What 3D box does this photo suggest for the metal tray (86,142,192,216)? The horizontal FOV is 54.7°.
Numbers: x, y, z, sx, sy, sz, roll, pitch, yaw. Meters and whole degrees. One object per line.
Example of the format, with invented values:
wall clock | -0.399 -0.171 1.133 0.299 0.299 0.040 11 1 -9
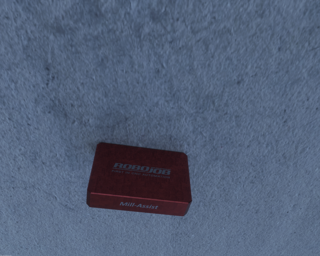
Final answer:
metal tray | -0.027 0.068 0.421 0.131 0.090 0.030 8 130 -7
